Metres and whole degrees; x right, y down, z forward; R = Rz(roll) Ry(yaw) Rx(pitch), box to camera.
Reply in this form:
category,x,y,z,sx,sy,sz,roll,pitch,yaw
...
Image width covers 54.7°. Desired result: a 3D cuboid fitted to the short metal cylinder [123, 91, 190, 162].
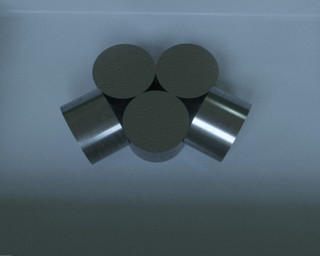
category,x,y,z,sx,sy,sz,roll,pitch,yaw
short metal cylinder,-0.005,-0.001,0.395,0.081,0.050,0.080,0,70,0

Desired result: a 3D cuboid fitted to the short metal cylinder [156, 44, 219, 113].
category,x,y,z,sx,sy,sz,roll,pitch,yaw
short metal cylinder,0.035,-0.066,0.419,0.081,0.050,0.080,0,70,0

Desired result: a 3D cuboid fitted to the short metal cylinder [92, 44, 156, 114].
category,x,y,z,sx,sy,sz,roll,pitch,yaw
short metal cylinder,-0.046,-0.065,0.418,0.081,0.050,0.080,0,70,0

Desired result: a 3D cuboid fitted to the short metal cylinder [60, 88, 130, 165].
category,x,y,z,sx,sy,sz,roll,pitch,yaw
short metal cylinder,-0.079,-0.002,0.379,0.050,0.080,0.080,-29,73,-10

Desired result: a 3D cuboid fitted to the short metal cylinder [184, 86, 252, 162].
category,x,y,z,sx,sy,sz,roll,pitch,yaw
short metal cylinder,0.070,-0.005,0.381,0.050,0.080,0.080,28,73,10
